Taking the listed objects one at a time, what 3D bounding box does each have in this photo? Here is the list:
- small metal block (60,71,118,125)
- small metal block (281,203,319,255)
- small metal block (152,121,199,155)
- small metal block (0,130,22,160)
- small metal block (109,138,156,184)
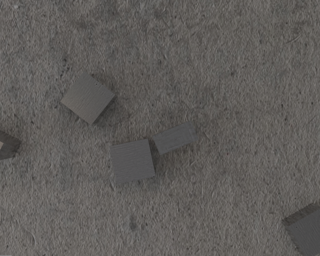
[{"bbox_3d":[-0.093,-0.038,0.409,0.050,0.025,0.050,38,90,0],"label":"small metal block"},{"bbox_3d":[0.200,0.136,0.412,0.050,0.025,0.050,-29,90,0],"label":"small metal block"},{"bbox_3d":[0.019,0.012,0.397,0.050,0.050,0.025,-22,90,0],"label":"small metal block"},{"bbox_3d":[-0.215,0.018,0.396,0.050,0.050,0.025,27,90,0],"label":"small metal block"},{"bbox_3d":[-0.035,0.043,0.410,0.050,0.025,0.050,-12,90,0],"label":"small metal block"}]
